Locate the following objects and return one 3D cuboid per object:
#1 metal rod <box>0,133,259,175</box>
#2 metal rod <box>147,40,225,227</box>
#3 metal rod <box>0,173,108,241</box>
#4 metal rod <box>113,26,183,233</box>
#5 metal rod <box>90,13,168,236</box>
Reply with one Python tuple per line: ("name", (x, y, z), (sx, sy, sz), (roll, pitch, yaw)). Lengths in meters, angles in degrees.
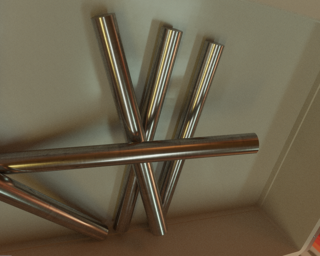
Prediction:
("metal rod", (-0.036, 0.029, 0.353), (0.302, 0.025, 0.025), (-4, 122, -7))
("metal rod", (0.030, 0.026, 0.442), (0.025, 0.025, 0.298), (2, 118, -30))
("metal rod", (-0.153, 0.078, 0.347), (0.025, 0.025, 0.300), (-41, 138, 0))
("metal rod", (-0.023, 0.019, 0.409), (0.025, 0.025, 0.298), (1, 118, -29))
("metal rod", (-0.029, 0.017, 0.378), (0.025, 0.025, 0.298), (-21, 119, -16))
